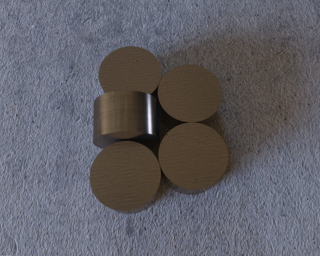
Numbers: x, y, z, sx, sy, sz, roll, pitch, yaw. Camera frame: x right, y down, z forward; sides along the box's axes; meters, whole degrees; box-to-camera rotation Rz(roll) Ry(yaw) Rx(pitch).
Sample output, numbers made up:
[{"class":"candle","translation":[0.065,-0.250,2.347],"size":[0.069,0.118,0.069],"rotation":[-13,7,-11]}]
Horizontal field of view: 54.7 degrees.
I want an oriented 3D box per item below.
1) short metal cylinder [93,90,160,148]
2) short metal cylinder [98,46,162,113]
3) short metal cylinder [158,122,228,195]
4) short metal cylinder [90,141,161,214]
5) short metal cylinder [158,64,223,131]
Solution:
[{"class":"short metal cylinder","translation":[-0.041,-0.006,0.382],"size":[0.081,0.080,0.050],"rotation":[-3,70,-1]},{"class":"short metal cylinder","translation":[-0.038,-0.062,0.418],"size":[0.080,0.050,0.080],"rotation":[0,70,1]},{"class":"short metal cylinder","translation":[0.039,0.039,0.381],"size":[0.080,0.050,0.080],"rotation":[0,70,1]},{"class":"short metal cylinder","translation":[-0.039,0.061,0.373],"size":[0.080,0.050,0.080],"rotation":[0,70,1]},{"class":"short metal cylinder","translation":[0.038,-0.036,0.409],"size":[0.081,0.050,0.080],"rotation":[0,71,0]}]
